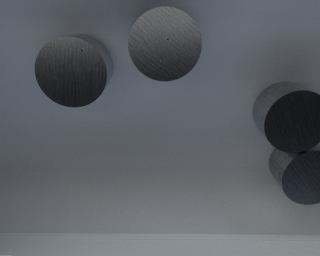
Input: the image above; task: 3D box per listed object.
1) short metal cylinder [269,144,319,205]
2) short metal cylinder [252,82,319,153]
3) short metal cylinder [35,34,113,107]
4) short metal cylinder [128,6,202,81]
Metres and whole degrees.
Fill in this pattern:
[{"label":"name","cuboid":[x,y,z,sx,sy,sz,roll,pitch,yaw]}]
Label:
[{"label":"short metal cylinder","cuboid":[0.197,0.056,0.422,0.081,0.050,0.079,0,110,-1]},{"label":"short metal cylinder","cuboid":[0.165,-0.015,0.395,0.081,0.050,0.079,0,110,-1]},{"label":"short metal cylinder","cuboid":[-0.100,-0.070,0.371,0.081,0.050,0.079,0,110,-1]},{"label":"short metal cylinder","cuboid":[0.005,-0.099,0.362,0.081,0.050,0.079,0,110,-1]}]
